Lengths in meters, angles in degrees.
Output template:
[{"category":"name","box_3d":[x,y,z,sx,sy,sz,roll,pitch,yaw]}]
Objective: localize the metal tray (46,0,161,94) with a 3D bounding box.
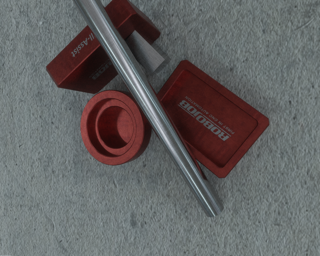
[{"category":"metal tray","box_3d":[-0.069,-0.100,0.398,0.130,0.090,0.030,-39,78,15]}]

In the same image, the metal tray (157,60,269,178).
[{"category":"metal tray","box_3d":[0.056,-0.012,0.387,0.130,0.030,0.090,39,102,15]}]

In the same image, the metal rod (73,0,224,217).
[{"category":"metal rod","box_3d":[-0.008,-0.021,0.355,0.025,0.025,0.299,-28,103,18]}]

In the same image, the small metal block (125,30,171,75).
[{"category":"small metal block","box_3d":[-0.015,-0.096,0.396,0.050,0.050,0.025,45,107,-1]}]

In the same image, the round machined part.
[{"category":"round machined part","box_3d":[-0.054,-0.001,0.415,0.098,0.042,0.097,2,94,25]}]
